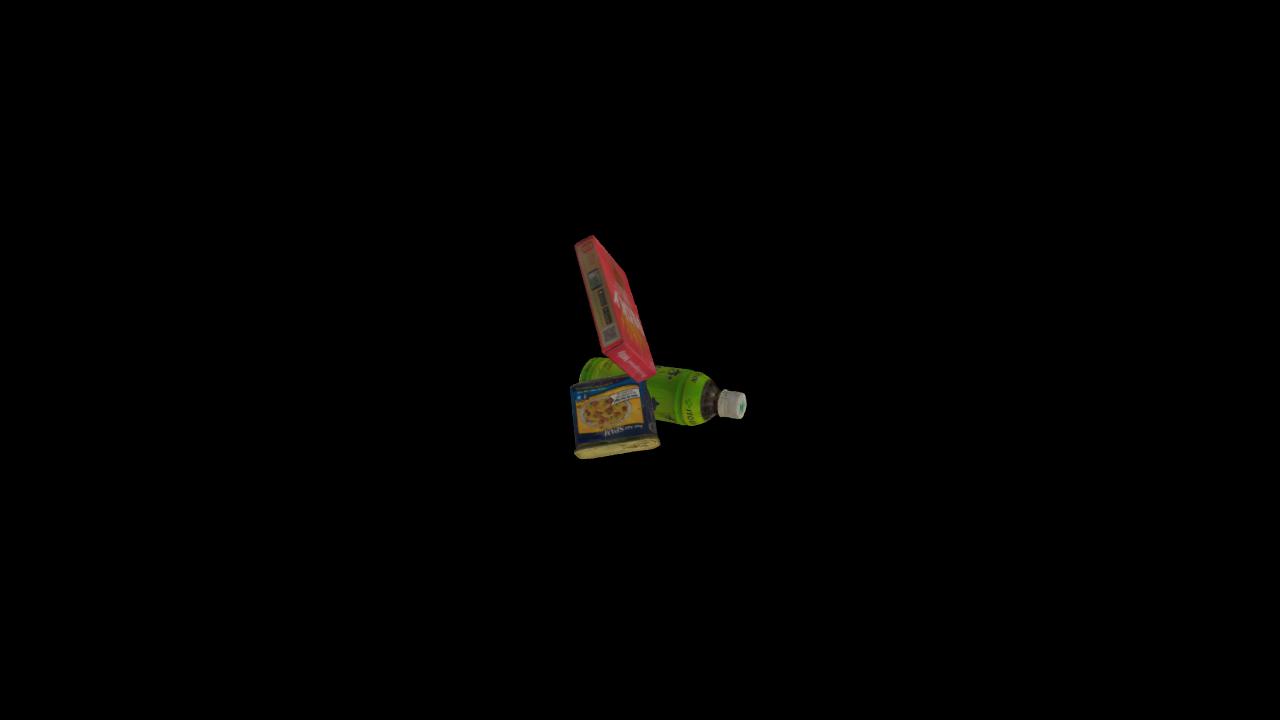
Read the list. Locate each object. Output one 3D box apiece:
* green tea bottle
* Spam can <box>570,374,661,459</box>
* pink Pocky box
[{"bbox_3d":[0.027,0.041,0.759,0.212,0.073,0.073,6,3,28],"label":"green tea bottle"},{"bbox_3d":[-0.032,0.067,0.741,0.101,0.085,0.058,-10,-20,2],"label":"Spam can"},{"bbox_3d":[-0.028,-0.057,0.681,0.029,0.155,0.084,-26,-33,14],"label":"pink Pocky box"}]
